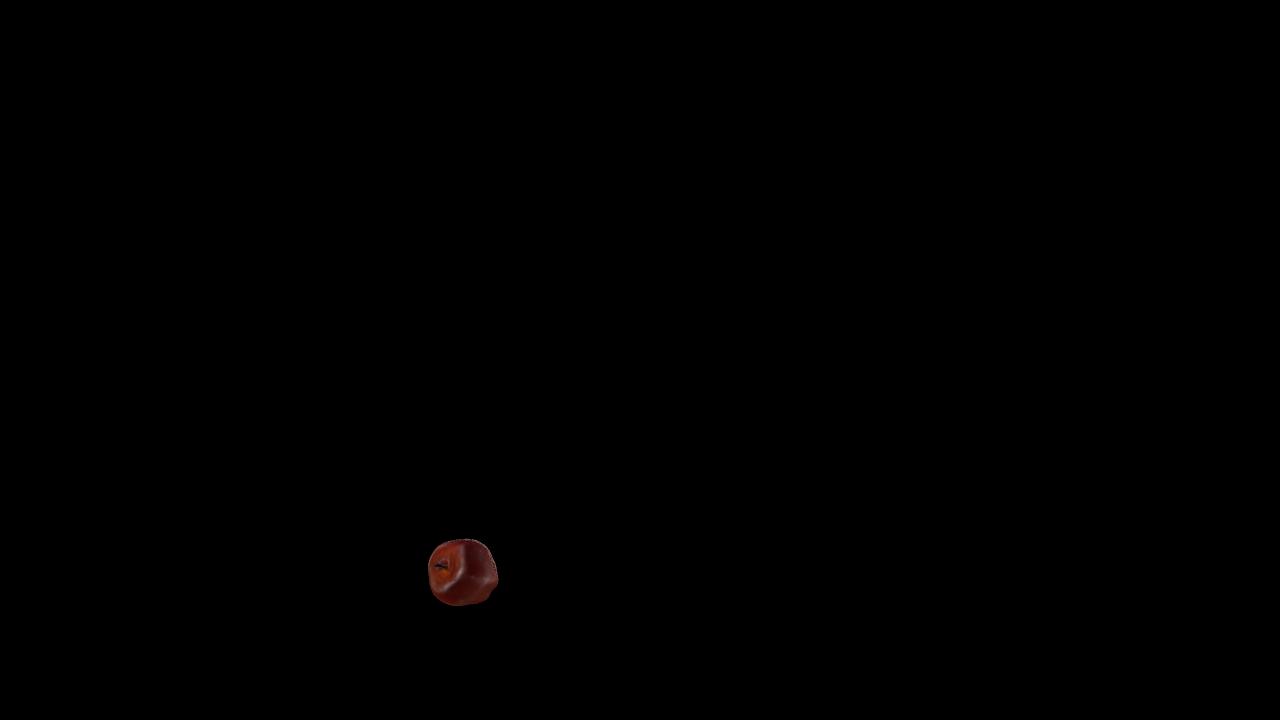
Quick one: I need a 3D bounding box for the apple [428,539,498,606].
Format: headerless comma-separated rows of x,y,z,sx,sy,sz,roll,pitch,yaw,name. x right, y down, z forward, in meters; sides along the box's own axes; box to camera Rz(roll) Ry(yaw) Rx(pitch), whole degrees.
-0.215,0.257,0.746,0.079,0.079,0.093,0,-29,29,apple
